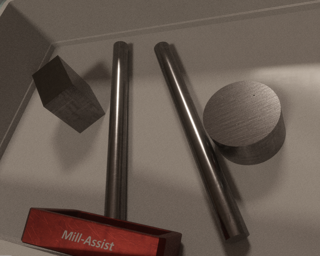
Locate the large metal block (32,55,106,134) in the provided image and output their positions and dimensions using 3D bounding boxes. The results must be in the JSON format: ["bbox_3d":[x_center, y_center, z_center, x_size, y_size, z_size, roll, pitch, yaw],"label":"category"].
[{"bbox_3d":[-0.138,-0.050,0.472,0.050,0.080,0.080,-38,51,3],"label":"large metal block"}]

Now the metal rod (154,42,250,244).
[{"bbox_3d":[0.039,-0.008,0.389,0.025,0.025,0.299,-26,53,12],"label":"metal rod"}]

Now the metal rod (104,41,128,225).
[{"bbox_3d":[-0.060,-0.011,0.441,0.025,0.025,0.299,-16,55,19],"label":"metal rod"}]

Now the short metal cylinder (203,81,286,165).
[{"bbox_3d":[0.094,-0.005,0.343,0.080,0.050,0.080,-13,56,20],"label":"short metal cylinder"}]

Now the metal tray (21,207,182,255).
[{"bbox_3d":[-0.051,0.106,0.302,0.131,0.090,0.030,8,76,15],"label":"metal tray"}]
